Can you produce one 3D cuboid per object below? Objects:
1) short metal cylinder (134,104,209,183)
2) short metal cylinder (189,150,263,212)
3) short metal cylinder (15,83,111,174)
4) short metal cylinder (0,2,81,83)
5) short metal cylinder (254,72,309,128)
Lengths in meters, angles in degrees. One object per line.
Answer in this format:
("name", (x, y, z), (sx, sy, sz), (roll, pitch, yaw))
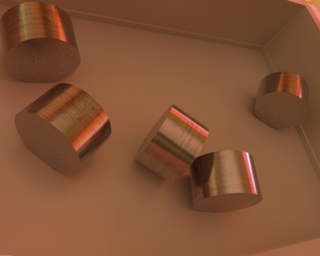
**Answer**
("short metal cylinder", (0.013, 0.018, 0.368), (0.050, 0.080, 0.080), (35, 51, -6))
("short metal cylinder", (0.077, 0.066, 0.373), (0.081, 0.080, 0.050), (10, 58, -23))
("short metal cylinder", (-0.098, 0.001, 0.318), (0.080, 0.080, 0.050), (39, 51, -2))
("short metal cylinder", (-0.137, -0.095, 0.355), (0.081, 0.080, 0.050), (-4, 64, -31))
("short metal cylinder", (0.200, -0.045, 0.509), (0.080, 0.080, 0.050), (31, 52, -9))
